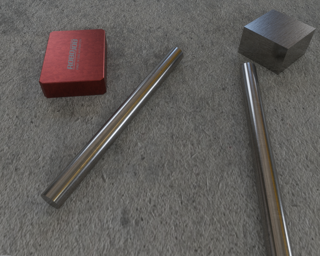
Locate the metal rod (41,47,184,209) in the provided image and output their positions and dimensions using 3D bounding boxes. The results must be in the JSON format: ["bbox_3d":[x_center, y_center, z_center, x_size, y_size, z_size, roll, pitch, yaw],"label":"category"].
[{"bbox_3d":[-0.046,-0.021,0.419,0.025,0.025,0.301,23,53,18],"label":"metal rod"}]

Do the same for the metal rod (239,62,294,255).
[{"bbox_3d":[0.126,0.022,0.386,0.025,0.025,0.300,3,50,2],"label":"metal rod"}]

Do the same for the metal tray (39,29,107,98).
[{"bbox_3d":[-0.131,-0.105,0.486,0.091,0.030,0.130,-4,50,-4],"label":"metal tray"}]

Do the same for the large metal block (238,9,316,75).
[{"bbox_3d":[0.190,-0.144,0.510,0.080,0.050,0.080,-35,59,-26],"label":"large metal block"}]
